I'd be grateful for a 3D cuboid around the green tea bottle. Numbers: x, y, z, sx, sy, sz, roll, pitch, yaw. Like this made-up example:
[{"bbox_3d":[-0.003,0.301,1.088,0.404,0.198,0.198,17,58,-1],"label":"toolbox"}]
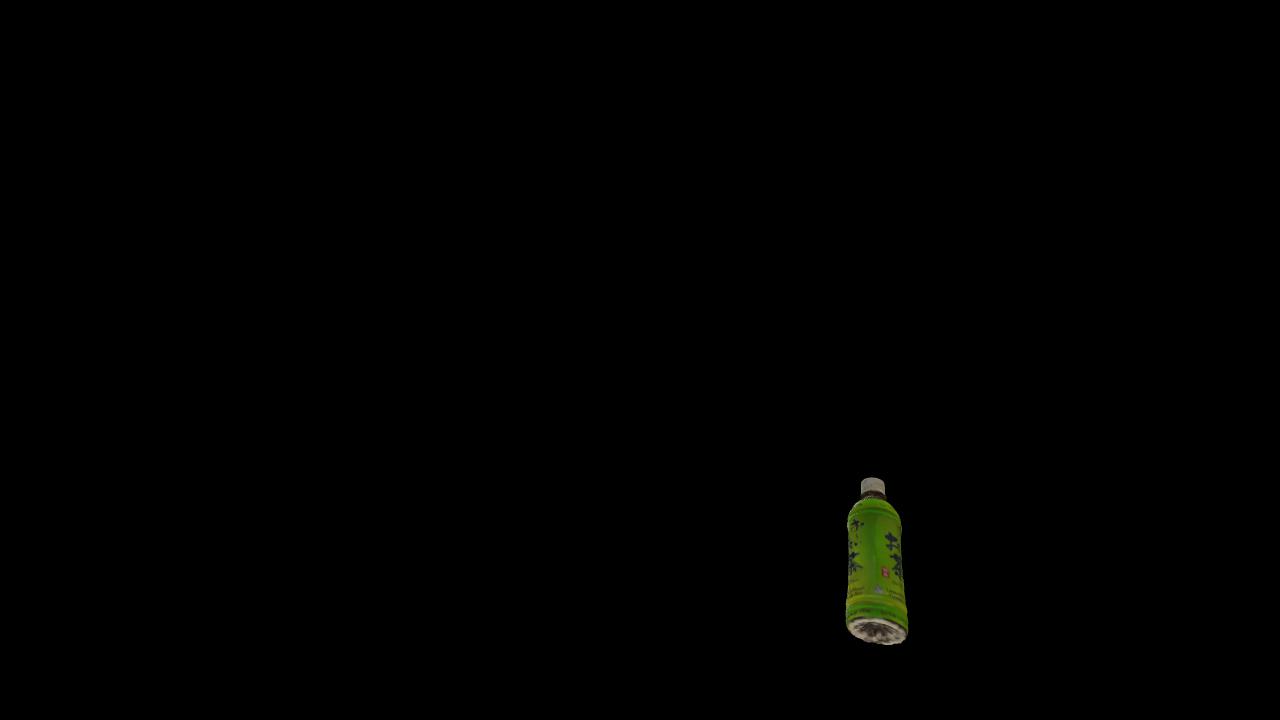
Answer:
[{"bbox_3d":[0.298,0.244,0.782,0.073,0.073,0.212,0,42,17],"label":"green tea bottle"}]
